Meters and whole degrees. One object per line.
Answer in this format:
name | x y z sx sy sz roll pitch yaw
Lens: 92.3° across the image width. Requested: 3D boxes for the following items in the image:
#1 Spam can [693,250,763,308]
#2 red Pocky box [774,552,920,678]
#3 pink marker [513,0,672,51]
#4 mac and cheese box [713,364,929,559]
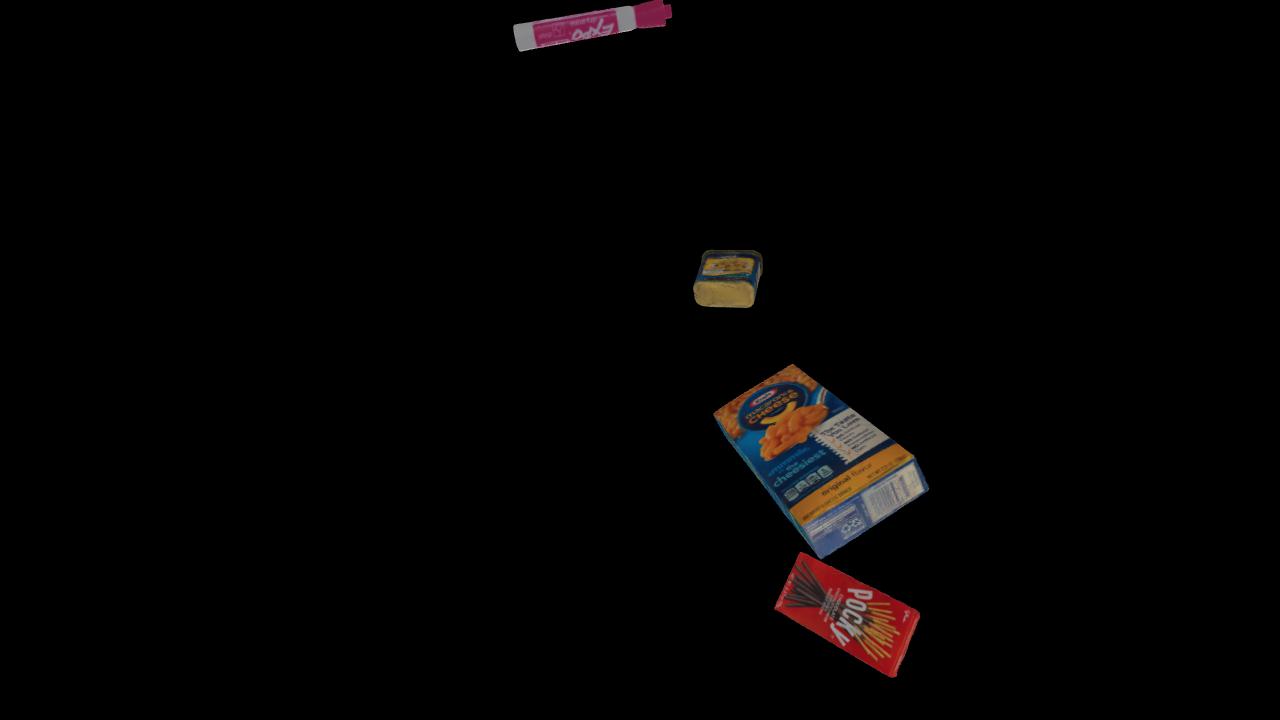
Spam can | 0.142 -0.131 0.992 0.101 0.058 0.085 3 44 18
red Pocky box | 0.251 0.308 0.756 0.155 0.083 0.028 19 -15 39
pink marker | -0.036 -0.257 0.471 0.121 0.020 0.020 -9 0 2
mac and cheese box | 0.134 0.070 0.498 0.093 0.041 0.184 -33 24 -1
